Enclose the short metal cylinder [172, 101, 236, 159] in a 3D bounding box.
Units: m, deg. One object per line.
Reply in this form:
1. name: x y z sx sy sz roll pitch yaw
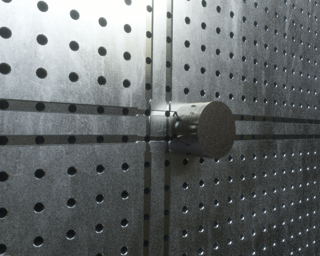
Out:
1. short metal cylinder: 0.063 0.002 0.445 0.081 0.050 0.080 0 90 -40
